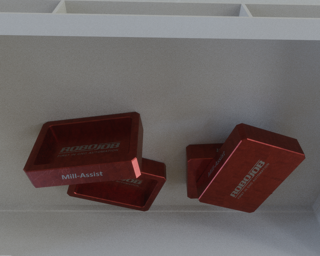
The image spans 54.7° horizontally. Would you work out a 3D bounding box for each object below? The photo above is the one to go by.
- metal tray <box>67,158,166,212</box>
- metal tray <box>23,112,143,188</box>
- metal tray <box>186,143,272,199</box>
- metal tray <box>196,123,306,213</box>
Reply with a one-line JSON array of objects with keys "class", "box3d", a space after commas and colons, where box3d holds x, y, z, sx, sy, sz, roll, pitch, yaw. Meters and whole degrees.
[{"class": "metal tray", "box3d": [-0.066, 0.079, 0.471, 0.131, 0.030, 0.089, 16, 128, -14]}, {"class": "metal tray", "box3d": [-0.089, 0.025, 0.386, 0.131, 0.090, 0.030, -6, 130, 4]}, {"class": "metal tray", "box3d": [0.105, 0.064, 0.462, 0.131, 0.030, 0.089, -3, 130, 1]}, {"class": "metal tray", "box3d": [0.116, 0.059, 0.418, 0.091, 0.030, 0.129, 15, 128, -13]}]
